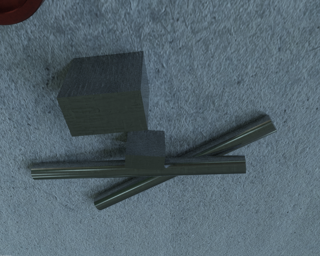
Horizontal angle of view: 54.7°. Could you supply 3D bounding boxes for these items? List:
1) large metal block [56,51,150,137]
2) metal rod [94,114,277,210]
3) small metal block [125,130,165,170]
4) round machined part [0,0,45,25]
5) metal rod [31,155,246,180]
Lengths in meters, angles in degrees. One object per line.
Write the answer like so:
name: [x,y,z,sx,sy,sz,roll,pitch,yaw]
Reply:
large metal block: [-0.055,-0.039,0.337,0.080,0.080,0.050,-5,130,4]
metal rod: [0.023,0.059,0.457,0.300,0.025,0.025,-28,125,21]
small metal block: [-0.019,0.028,0.415,0.050,0.050,0.025,3,130,-3]
round machined part: [-0.145,-0.145,0.270,0.099,0.042,0.097,-1,130,0]
metal rod: [-0.036,0.056,0.434,0.301,0.025,0.025,-3,131,10]
